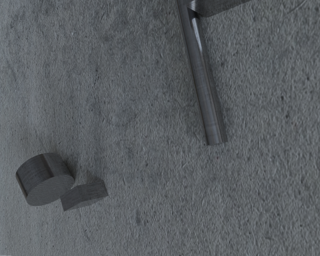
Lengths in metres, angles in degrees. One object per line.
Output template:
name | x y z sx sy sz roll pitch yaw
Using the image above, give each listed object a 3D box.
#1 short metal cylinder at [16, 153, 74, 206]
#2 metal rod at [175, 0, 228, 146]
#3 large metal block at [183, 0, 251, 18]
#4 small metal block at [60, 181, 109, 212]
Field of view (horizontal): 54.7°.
short metal cylinder | -0.195 0.087 0.527 0.050 0.081 0.080 51 120 27
metal rod | 0.036 -0.127 0.373 0.025 0.025 0.298 -18 79 38
large metal block | 0.068 -0.177 0.331 0.080 0.050 0.080 -9 84 39
small metal block | -0.118 0.106 0.484 0.050 0.050 0.025 -32 70 35
